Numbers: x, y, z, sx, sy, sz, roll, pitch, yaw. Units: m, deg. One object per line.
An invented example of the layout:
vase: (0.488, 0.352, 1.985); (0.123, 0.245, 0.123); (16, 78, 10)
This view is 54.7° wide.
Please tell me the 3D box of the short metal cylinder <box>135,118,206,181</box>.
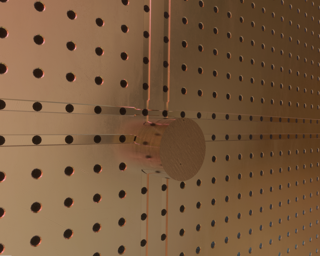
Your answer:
short metal cylinder: (0.014, 0.027, 0.407); (0.081, 0.050, 0.079); (0, 90, -40)
